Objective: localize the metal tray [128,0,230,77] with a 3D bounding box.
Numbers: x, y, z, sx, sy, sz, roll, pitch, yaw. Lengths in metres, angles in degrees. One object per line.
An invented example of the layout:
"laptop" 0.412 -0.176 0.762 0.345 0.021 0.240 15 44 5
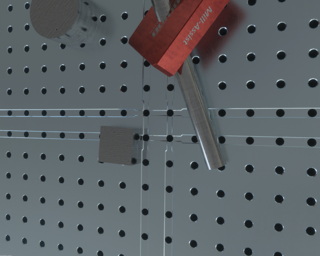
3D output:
"metal tray" 0.023 -0.137 0.377 0.130 0.030 0.090 -53 41 12

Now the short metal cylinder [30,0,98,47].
"short metal cylinder" -0.138 -0.163 0.448 0.080 0.050 0.080 0 90 20

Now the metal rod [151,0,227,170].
"metal rod" 0.023 -0.094 0.382 0.025 0.025 0.298 -18 92 19

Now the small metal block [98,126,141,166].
"small metal block" -0.056 0.024 0.432 0.050 0.025 0.050 5 92 20
